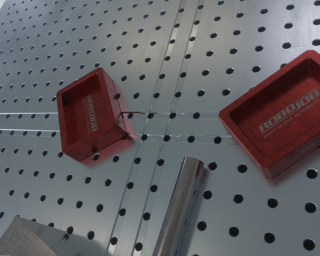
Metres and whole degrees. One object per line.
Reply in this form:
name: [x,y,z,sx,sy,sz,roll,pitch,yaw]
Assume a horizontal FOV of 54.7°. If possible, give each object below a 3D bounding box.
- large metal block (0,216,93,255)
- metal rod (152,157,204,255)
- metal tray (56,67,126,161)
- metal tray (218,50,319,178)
large metal block: [-0.127,0.149,0.348,0.080,0.080,0.050,22,74,36]
metal rod: [-0.008,0.170,0.308,0.025,0.025,0.300,7,65,31]
metal tray: [-0.110,-0.024,0.477,0.090,0.030,0.130,-28,52,10]
metal tray: [0.143,-0.018,0.340,0.130,0.030,0.090,-35,51,4]
